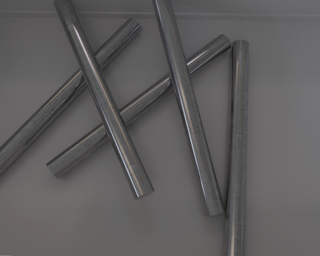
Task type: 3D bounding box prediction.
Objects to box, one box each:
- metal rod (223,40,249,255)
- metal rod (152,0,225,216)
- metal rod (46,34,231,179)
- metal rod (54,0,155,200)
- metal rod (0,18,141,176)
[{"bbox_3d":[0.101,0.018,0.403,0.025,0.025,0.299,6,70,2],"label":"metal rod"},{"bbox_3d":[0.033,-0.039,0.402,0.025,0.025,0.299,-12,79,-4],"label":"metal rod"},{"bbox_3d":[-0.019,-0.036,0.422,0.301,0.025,0.025,-38,75,-13],"label":"metal rod"},{"bbox_3d":[-0.079,-0.051,0.399,0.025,0.025,0.299,-23,72,-8],"label":"metal rod"},{"bbox_3d":[-0.130,-0.044,0.424,0.025,0.025,0.300,36,74,12],"label":"metal rod"}]
